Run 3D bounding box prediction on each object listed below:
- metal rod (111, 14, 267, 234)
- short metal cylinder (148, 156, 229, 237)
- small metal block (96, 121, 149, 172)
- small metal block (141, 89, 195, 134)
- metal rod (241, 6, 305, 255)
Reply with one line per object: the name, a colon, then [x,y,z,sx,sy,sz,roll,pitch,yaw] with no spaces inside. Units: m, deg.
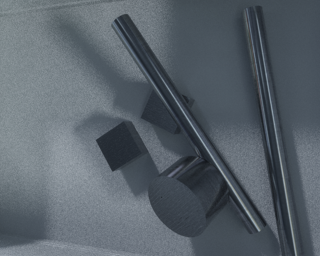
metal rod: [0.034,-0.006,0.373,0.025,0.025,0.299,-34,89,16]
short metal cylinder: [0.033,0.080,0.367,0.080,0.050,0.079,21,125,33]
small metal block: [-0.052,0.025,0.428,0.050,0.025,0.050,-33,80,16]
small metal block: [0.010,-0.025,0.406,0.050,0.025,0.050,27,99,17]
metal rod: [0.132,0.006,0.363,0.025,0.025,0.298,-10,87,19]
